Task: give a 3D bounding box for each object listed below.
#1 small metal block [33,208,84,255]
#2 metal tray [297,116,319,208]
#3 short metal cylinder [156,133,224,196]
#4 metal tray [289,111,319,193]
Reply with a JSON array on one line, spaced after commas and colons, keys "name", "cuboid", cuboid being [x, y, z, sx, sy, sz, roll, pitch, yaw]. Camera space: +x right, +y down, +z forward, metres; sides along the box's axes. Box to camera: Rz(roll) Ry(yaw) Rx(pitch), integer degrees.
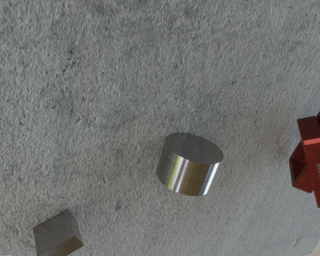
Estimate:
[{"name": "small metal block", "cuboid": [-0.134, 0.142, 0.406, 0.050, 0.050, 0.025, -29, 128, -10]}, {"name": "metal tray", "cuboid": [0.263, 0.056, 0.520, 0.030, 0.090, 0.129, -13, 111, 22]}, {"name": "short metal cylinder", "cuboid": [0.040, 0.047, 0.423, 0.081, 0.080, 0.050, 2, 118, -29]}, {"name": "metal tray", "cuboid": [0.265, 0.034, 0.522, 0.030, 0.090, 0.129, 22, 122, 6]}]
